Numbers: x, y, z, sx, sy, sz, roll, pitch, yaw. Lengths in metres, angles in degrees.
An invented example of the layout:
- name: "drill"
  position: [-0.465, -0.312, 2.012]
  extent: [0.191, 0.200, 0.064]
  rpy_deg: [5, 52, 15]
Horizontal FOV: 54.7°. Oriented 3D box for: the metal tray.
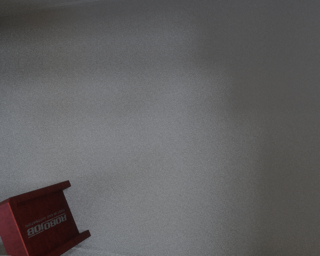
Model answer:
- name: "metal tray"
  position: [-0.151, 0.127, 0.421]
  extent: [0.030, 0.130, 0.090]
  rpy_deg: [-27, 82, 19]
